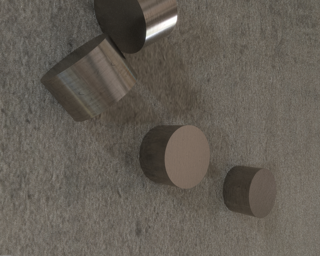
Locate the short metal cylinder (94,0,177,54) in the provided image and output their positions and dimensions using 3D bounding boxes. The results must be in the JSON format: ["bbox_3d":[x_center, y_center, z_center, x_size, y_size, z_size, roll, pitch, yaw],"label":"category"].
[{"bbox_3d":[-0.028,-0.131,0.347,0.050,0.080,0.080,-39,114,-33],"label":"short metal cylinder"}]

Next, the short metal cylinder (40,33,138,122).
[{"bbox_3d":[-0.070,-0.051,0.311,0.080,0.080,0.050,-51,120,-28],"label":"short metal cylinder"}]

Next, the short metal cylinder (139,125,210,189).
[{"bbox_3d":[0.020,0.036,0.408,0.081,0.050,0.079,0,90,-40],"label":"short metal cylinder"}]

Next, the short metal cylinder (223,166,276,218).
[{"bbox_3d":[0.151,0.105,0.518,0.081,0.050,0.079,0,90,-40],"label":"short metal cylinder"}]
